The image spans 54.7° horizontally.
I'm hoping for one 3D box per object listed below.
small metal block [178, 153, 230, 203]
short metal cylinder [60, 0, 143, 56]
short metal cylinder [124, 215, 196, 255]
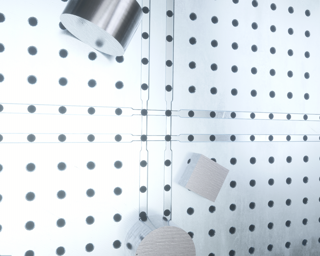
[{"bbox_3d":[0.061,0.069,0.435,0.050,0.025,0.050,31,80,-18],"label":"small metal block"},{"bbox_3d":[-0.066,-0.127,0.359,0.080,0.080,0.050,28,81,-18],"label":"short metal cylinder"},{"bbox_3d":[-0.001,0.159,0.399,0.081,0.050,0.079,0,90,-20],"label":"short metal cylinder"}]
